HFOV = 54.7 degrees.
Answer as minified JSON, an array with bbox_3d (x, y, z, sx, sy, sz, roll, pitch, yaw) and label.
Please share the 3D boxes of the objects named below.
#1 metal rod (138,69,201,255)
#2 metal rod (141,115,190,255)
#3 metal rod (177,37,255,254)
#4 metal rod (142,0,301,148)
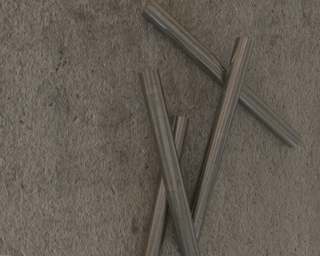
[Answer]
[{"bbox_3d":[0.019,0.077,0.388,0.025,0.025,0.298,-15,96,-19],"label":"metal rod"},{"bbox_3d":[-0.004,0.131,0.407,0.025,0.025,0.298,14,85,-20],"label":"metal rod"},{"bbox_3d":[0.075,0.026,0.420,0.025,0.025,0.298,15,91,-20],"label":"metal rod"},{"bbox_3d":[0.097,-0.068,0.444,0.301,0.025,0.025,38,78,-16],"label":"metal rod"}]
